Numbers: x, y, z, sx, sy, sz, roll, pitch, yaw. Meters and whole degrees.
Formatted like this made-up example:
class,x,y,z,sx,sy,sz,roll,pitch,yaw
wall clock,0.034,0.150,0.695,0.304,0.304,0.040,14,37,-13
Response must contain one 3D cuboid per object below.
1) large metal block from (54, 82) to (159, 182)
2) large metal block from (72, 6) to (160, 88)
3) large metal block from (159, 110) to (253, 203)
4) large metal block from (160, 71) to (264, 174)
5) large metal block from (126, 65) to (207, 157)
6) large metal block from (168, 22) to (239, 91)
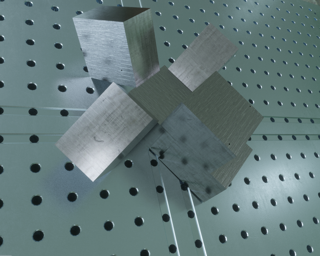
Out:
class,x,y,z,sx,sy,sz,roll,pitch,yaw
large metal block,-0.049,0.003,0.324,0.050,0.080,0.080,44,93,3
large metal block,-0.052,-0.103,0.388,0.080,0.080,0.050,17,43,31
large metal block,0.060,0.034,0.402,0.080,0.050,0.080,44,50,4
large metal block,0.062,-0.008,0.364,0.080,0.050,0.080,45,50,2
large metal block,0.002,-0.023,0.407,0.080,0.050,0.080,44,51,2
large metal block,0.062,-0.095,0.443,0.050,0.080,0.080,44,11,2
